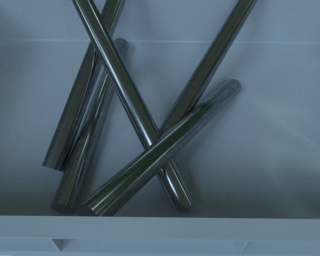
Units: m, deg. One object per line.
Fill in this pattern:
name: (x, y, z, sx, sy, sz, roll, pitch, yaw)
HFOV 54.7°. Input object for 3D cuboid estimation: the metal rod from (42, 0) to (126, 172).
metal rod: (-0.086, -0.090, 0.403, 0.025, 0.025, 0.299, 14, 75, 11)

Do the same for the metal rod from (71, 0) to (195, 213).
metal rod: (-0.039, -0.045, 0.366, 0.025, 0.025, 0.299, -23, 77, -18)

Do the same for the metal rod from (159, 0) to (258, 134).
metal rod: (0.064, -0.081, 0.410, 0.025, 0.025, 0.300, 26, 74, 20)

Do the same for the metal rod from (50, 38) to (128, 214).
metal rod: (-0.085, -0.027, 0.427, 0.025, 0.025, 0.300, 6, 50, 5)

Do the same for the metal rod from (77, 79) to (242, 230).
metal rod: (0.026, 0.004, 0.350, 0.025, 0.025, 0.302, 28, 40, 21)
